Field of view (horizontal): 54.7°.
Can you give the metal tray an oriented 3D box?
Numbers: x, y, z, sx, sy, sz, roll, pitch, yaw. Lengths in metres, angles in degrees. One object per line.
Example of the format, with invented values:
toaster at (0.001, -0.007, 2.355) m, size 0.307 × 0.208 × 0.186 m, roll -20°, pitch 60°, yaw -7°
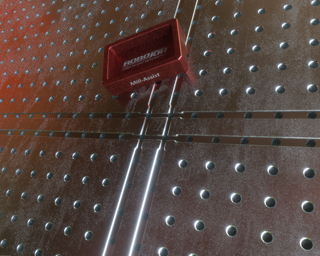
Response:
metal tray at (-0.025, -0.110, 0.483) m, size 0.130 × 0.030 × 0.090 m, roll -16°, pitch 55°, yaw 18°
